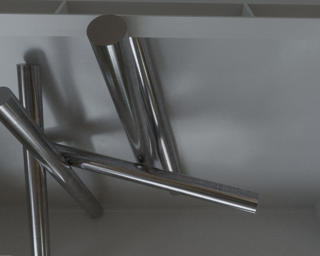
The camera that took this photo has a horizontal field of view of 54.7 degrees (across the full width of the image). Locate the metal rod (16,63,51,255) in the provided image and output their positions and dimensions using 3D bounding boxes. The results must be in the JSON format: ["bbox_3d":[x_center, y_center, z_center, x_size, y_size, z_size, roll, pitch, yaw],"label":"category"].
[{"bbox_3d":[-0.157,0.070,0.393,0.025,0.025,0.298,3,107,-3],"label":"metal rod"}]

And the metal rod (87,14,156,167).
[{"bbox_3d":[-0.025,0.000,0.327,0.025,0.025,0.299,-3,156,2],"label":"metal rod"}]

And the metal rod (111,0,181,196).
[{"bbox_3d":[-0.004,-0.013,0.397,0.025,0.025,0.299,-9,130,8],"label":"metal rod"}]

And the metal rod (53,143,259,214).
[{"bbox_3d":[-0.031,0.057,0.395,0.301,0.025,0.025,12,132,14],"label":"metal rod"}]

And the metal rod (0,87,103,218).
[{"bbox_3d":[-0.126,0.056,0.399,0.025,0.025,0.299,-6,145,5],"label":"metal rod"}]
